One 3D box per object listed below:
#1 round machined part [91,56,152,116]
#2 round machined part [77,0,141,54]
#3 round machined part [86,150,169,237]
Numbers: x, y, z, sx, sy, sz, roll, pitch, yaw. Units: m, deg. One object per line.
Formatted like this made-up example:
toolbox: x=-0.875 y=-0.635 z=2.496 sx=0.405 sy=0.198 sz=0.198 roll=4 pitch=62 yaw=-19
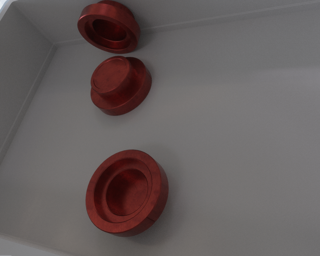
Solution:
round machined part: x=-0.066 y=-0.071 z=0.473 sx=0.098 sy=0.042 sz=0.098 roll=-13 pitch=56 yaw=21
round machined part: x=-0.079 y=-0.166 z=0.501 sx=0.098 sy=0.098 sz=0.042 roll=2 pitch=67 yaw=29
round machined part: x=-0.034 y=0.078 z=0.365 sx=0.098 sy=0.042 sz=0.098 roll=-13 pitch=56 yaw=21
